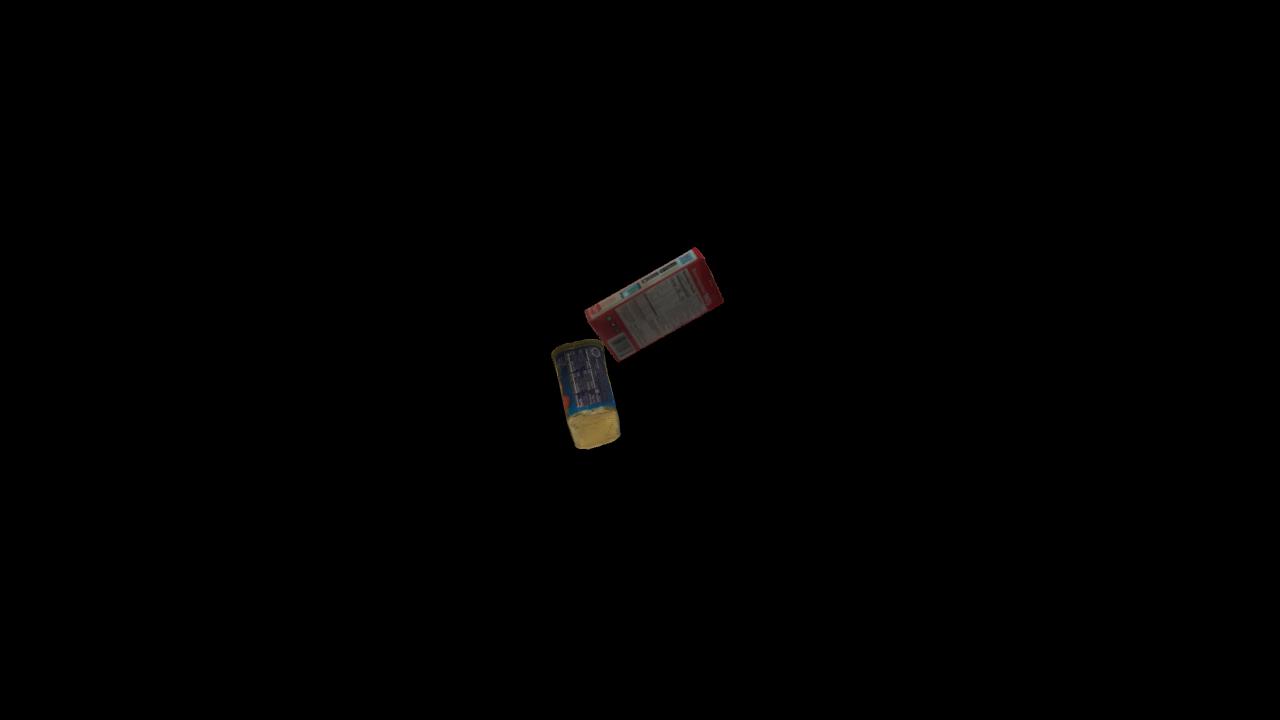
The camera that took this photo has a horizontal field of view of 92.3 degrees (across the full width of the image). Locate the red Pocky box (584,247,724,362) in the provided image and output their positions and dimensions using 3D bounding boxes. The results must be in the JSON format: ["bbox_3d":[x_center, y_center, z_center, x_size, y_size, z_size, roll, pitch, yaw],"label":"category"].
[{"bbox_3d":[0.019,-0.065,0.745,0.155,0.028,0.083,-29,-47,5],"label":"red Pocky box"}]

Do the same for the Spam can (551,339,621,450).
[{"bbox_3d":[-0.056,0.039,0.667,0.058,0.085,0.101,-13,-27,-5],"label":"Spam can"}]
